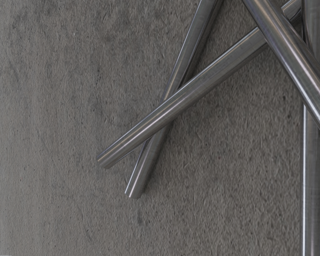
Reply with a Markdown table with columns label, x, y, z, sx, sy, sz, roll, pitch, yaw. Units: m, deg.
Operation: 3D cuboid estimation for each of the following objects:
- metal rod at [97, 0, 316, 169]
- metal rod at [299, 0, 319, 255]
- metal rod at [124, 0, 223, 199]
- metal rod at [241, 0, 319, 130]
| label | x | y | z | sx | sy | sz | roll | pitch | yaw |
| --- | --- | --- | --- | --- | --- | --- | --- | --- | --- |
| metal rod | 0.032 | -0.038 | 0.354 | 0.299 | 0.025 | 0.025 | -38 | 67 | 25 |
| metal rod | 0.139 | 0.021 | 0.276 | 0.025 | 0.025 | 0.298 | 2 | 95 | 40 |
| metal rod | 0.015 | -0.040 | 0.392 | 0.025 | 0.025 | 0.298 | 34 | 111 | 34 |
| metal rod | 0.094 | -0.118 | 0.292 | 0.025 | 0.025 | 0.299 | -38 | 56 | 33 |
